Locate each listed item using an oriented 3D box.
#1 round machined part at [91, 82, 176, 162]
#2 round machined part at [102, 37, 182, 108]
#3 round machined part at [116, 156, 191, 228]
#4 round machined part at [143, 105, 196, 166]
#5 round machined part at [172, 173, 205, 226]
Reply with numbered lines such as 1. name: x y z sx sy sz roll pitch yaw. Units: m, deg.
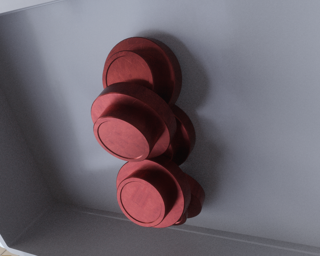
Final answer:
1. round machined part: -0.035 0.001 0.348 0.098 0.042 0.097 15 137 15
2. round machined part: -0.027 -0.056 0.362 0.098 0.042 0.097 7 106 26
3. round machined part: -0.015 0.084 0.389 0.098 0.042 0.097 9 111 25
4. round machined part: -0.006 0.014 0.408 0.098 0.042 0.097 13 123 21
5. round machined part: 0.010 0.101 0.435 0.098 0.042 0.097 15 139 14
